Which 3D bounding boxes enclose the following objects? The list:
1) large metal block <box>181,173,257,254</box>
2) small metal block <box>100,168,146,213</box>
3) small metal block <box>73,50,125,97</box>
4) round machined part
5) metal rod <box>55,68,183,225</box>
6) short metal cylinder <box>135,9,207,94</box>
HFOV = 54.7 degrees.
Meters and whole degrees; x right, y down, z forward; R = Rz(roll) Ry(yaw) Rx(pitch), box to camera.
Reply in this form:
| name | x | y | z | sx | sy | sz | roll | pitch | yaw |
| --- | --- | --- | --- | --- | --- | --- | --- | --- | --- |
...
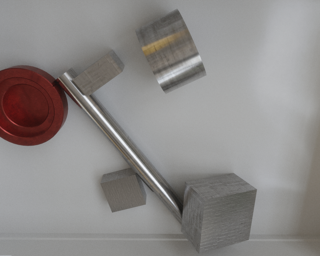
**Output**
| name | x | y | z | sx | sy | sz | roll | pitch | yaw |
| --- | --- | --- | --- | --- | --- | --- | --- | --- | --- |
| large metal block | 0.079 | 0.114 | 0.425 | 0.081 | 0.050 | 0.079 | -5 | 110 | -24 |
| small metal block | -0.051 | 0.088 | 0.443 | 0.050 | 0.025 | 0.050 | -15 | 110 | 5 |
| small metal block | -0.071 | -0.067 | 0.371 | 0.050 | 0.050 | 0.025 | -34 | 107 | 8 |
| round machined part | -0.165 | -0.030 | 0.389 | 0.099 | 0.042 | 0.097 | 0 | 110 | 0 |
| metal rod | -0.029 | 0.046 | 0.422 | 0.025 | 0.025 | 0.300 | -34 | 109 | 11 |
| short metal cylinder | 0.013 | -0.085 | 0.351 | 0.050 | 0.080 | 0.080 | -24 | 109 | 8 |
